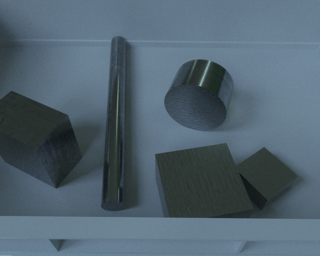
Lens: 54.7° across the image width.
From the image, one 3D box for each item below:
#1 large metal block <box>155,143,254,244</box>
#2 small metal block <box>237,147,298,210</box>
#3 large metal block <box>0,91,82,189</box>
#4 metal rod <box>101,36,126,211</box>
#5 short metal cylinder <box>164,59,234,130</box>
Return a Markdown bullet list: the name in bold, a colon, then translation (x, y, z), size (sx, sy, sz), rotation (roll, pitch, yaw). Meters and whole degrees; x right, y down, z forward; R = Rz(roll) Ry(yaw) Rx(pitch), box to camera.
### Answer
- **large metal block**: translation (0.042, 0.068, 0.332), size (0.081, 0.050, 0.080), rotation (-8, 51, -7)
- **small metal block**: translation (0.119, 0.057, 0.358), size (0.050, 0.025, 0.050), rotation (-29, 56, -22)
- **large metal block**: translation (-0.145, 0.014, 0.356), size (0.080, 0.080, 0.050), rotation (22, 54, 17)
- **metal rod**: translation (-0.061, -0.030, 0.429), size (0.025, 0.025, 0.300), rotation (-3, 50, -3)
- **short metal cylinder**: translation (0.052, -0.042, 0.405), size (0.080, 0.080, 0.050), rotation (15, 52, 12)
